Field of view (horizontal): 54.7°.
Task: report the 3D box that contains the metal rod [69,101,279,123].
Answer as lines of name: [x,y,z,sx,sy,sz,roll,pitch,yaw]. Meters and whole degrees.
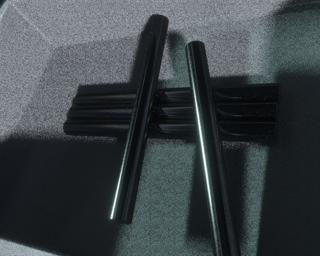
metal rod: [-0.002,-0.020,0.416,0.300,0.025,0.025,1,62,28]

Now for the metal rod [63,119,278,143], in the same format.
metal rod: [-0.007,0.002,0.405,0.300,0.025,0.025,1,62,28]

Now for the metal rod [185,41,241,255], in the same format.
metal rod: [0.055,0.031,0.329,0.025,0.025,0.299,-15,62,20]

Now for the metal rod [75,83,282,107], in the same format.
metal rod: [0.005,-0.042,0.426,0.300,0.025,0.025,1,62,28]

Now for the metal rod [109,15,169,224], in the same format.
metal rod: [-0.021,-0.031,0.400,0.025,0.025,0.299,-5,59,25]
